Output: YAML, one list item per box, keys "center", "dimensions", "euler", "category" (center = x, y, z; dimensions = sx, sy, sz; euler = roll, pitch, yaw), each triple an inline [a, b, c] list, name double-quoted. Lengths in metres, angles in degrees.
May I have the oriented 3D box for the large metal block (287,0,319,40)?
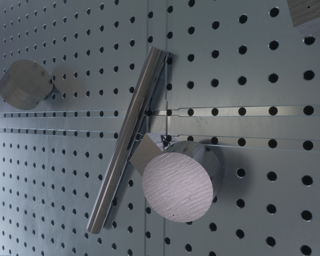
- center: [0.154, -0.134, 0.266]
  dimensions: [0.080, 0.050, 0.080]
  euler: [-17, 79, 38]
  category: "large metal block"

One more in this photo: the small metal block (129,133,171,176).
- center: [-0.008, 0.042, 0.416]
  dimensions: [0.050, 0.025, 0.050]
  euler: [47, 118, 30]
  category: "small metal block"

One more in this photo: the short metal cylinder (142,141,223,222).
- center: [0.027, 0.059, 0.355]
  dimensions: [0.080, 0.050, 0.079]
  euler: [5, 104, 21]
  category: "short metal cylinder"

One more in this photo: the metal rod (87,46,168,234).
- center: [-0.053, 0.028, 0.452]
  dimensions: [0.025, 0.025, 0.298]
  euler: [33, 111, 35]
  category: "metal rod"

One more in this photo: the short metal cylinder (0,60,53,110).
- center: [-0.251, -0.080, 0.580]
  dimensions: [0.050, 0.081, 0.080]
  euler: [-35, 69, 34]
  category: "short metal cylinder"
